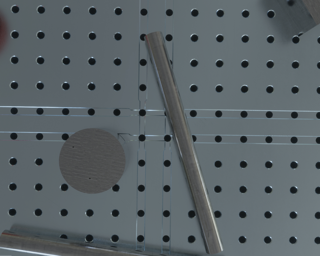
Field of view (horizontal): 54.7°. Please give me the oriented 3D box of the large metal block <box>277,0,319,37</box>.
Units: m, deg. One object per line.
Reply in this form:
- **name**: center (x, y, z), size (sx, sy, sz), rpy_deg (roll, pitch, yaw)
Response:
- **large metal block**: center (0.206, -0.180, 0.404), size (0.080, 0.050, 0.080), rpy_deg (-31, 90, 0)

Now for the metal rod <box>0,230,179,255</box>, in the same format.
- **metal rod**: center (-0.059, 0.171, 0.412), size (0.302, 0.025, 0.025), rpy_deg (9, 90, -1)

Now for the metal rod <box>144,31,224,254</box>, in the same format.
- **metal rod**: center (0.032, 0.019, 0.413), size (0.025, 0.025, 0.298), rpy_deg (-16, 90, 0)

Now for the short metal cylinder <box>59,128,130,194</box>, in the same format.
- **short metal cylinder**: center (-0.082, 0.040, 0.400), size (0.081, 0.050, 0.079), rpy_deg (0, 90, -1)
